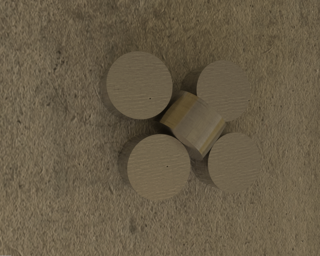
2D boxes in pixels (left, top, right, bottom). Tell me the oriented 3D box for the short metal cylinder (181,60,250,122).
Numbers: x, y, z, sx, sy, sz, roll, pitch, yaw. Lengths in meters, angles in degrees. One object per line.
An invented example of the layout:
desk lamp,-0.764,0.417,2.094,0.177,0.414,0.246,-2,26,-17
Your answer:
short metal cylinder,0.075,-0.048,0.424,0.081,0.050,0.079,0,90,-21

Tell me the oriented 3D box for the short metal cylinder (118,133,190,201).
short metal cylinder,-0.009,0.047,0.394,0.081,0.050,0.079,0,90,-21

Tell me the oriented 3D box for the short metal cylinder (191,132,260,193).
short metal cylinder,0.090,0.045,0.431,0.081,0.050,0.079,0,90,-21

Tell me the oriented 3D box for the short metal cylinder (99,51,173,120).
short metal cylinder,-0.031,-0.050,0.385,0.081,0.050,0.079,0,90,-21

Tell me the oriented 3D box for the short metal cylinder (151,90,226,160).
short metal cylinder,0.036,-0.003,0.396,0.080,0.080,0.050,41,77,-16
